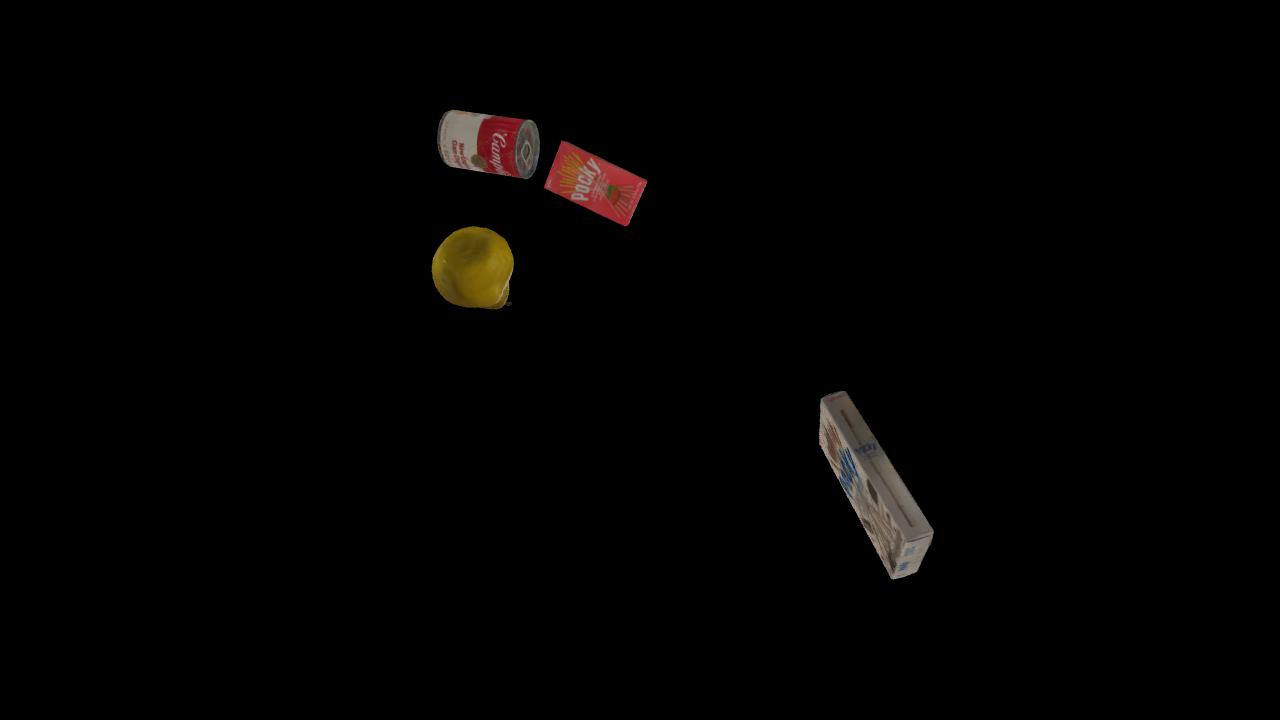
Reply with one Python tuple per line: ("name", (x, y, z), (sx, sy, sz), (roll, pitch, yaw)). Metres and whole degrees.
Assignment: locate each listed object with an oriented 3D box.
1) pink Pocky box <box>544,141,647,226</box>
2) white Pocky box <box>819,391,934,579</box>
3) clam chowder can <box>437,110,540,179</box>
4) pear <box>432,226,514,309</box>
("pink Pocky box", (-0.074, -0.293, 1.024), (0.155, 0.084, 0.029), (26, 20, -1))
("white Pocky box", (0.208, 0.111, 0.560), (0.028, 0.154, 0.084), (-18, -41, -1))
("clam chowder can", (-0.180, -0.258, 0.735), (0.102, 0.068, 0.068), (12, 2, 11))
("pear", (-0.158, -0.076, 0.609), (0.080, 0.080, 0.111), (0, -32, 5))
